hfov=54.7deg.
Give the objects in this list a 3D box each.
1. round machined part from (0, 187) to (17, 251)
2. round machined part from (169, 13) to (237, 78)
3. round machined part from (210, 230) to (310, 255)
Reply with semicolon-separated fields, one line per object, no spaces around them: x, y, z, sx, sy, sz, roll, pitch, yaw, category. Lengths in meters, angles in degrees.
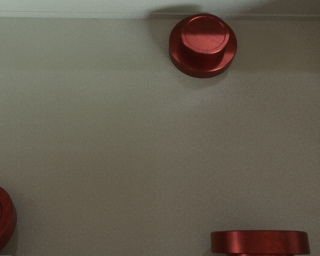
-0.212;0.112;0.345;0.099;0.042;0.098;3;44;-3;round machined part
0.062;-0.125;0.446;0.099;0.042;0.098;0;70;0;round machined part
0.103;0.131;0.323;0.099;0.098;0.042;1;69;0;round machined part
